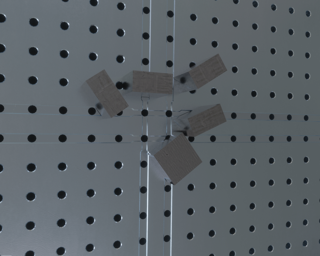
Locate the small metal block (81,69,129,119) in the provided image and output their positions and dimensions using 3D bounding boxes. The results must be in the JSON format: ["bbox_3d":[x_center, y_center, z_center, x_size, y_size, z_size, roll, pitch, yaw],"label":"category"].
[{"bbox_3d":[-0.068,-0.039,0.374,0.025,0.050,0.050,-37,102,-16],"label":"small metal block"}]

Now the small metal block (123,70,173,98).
[{"bbox_3d":[-0.017,-0.054,0.393,0.050,0.050,0.025,2,90,-20],"label":"small metal block"}]

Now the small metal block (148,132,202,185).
[{"bbox_3d":[0.020,0.040,0.420,0.050,0.025,0.050,-38,102,-16],"label":"small metal block"}]

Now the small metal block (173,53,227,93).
[{"bbox_3d":[0.053,-0.073,0.418,0.050,0.050,0.025,-33,101,-17],"label":"small metal block"}]

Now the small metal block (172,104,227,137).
[{"bbox_3d":[0.052,-0.010,0.418,0.050,0.050,0.025,-25,99,-18],"label":"small metal block"}]
